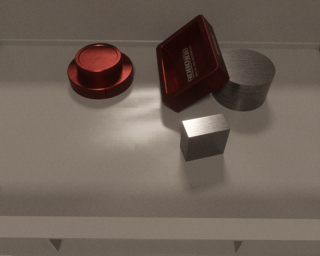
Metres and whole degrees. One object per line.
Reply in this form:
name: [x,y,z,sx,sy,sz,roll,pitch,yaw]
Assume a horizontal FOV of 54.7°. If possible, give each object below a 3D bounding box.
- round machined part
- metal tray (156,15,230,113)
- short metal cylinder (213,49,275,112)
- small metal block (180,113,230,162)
round machined part: [-0.091,-0.092,0.470,0.099,0.042,0.098,0,50,0]
metal tray: [0.042,-0.096,0.449,0.090,0.030,0.130,-31,44,27]
short metal cylinder: [0.119,-0.070,0.449,0.081,0.050,0.080,0,50,0]
small metal block: [0.054,0.012,0.379,0.050,0.050,0.025,-11,51,-10]
